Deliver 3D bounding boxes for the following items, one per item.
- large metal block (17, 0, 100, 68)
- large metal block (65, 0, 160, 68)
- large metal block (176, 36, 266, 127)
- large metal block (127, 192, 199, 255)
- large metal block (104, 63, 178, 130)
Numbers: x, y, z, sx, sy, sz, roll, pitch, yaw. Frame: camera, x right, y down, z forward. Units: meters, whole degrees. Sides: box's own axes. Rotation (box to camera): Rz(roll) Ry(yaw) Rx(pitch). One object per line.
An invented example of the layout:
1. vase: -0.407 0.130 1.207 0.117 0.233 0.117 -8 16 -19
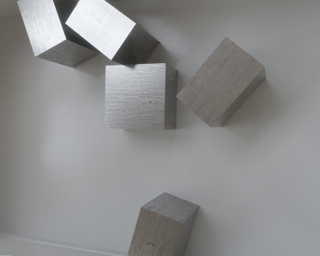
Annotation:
1. large metal block: -0.137 -0.137 0.428 0.050 0.080 0.080 -22 83 18
2. large metal block: -0.058 -0.123 0.401 0.080 0.080 0.050 40 103 15
3. large metal block: 0.073 -0.047 0.355 0.050 0.080 0.080 43 103 14
4. large metal block: 0.005 0.133 0.379 0.050 0.080 0.080 17 96 19
5. large metal block: -0.024 -0.039 0.405 0.080 0.050 0.079 2 91 19
